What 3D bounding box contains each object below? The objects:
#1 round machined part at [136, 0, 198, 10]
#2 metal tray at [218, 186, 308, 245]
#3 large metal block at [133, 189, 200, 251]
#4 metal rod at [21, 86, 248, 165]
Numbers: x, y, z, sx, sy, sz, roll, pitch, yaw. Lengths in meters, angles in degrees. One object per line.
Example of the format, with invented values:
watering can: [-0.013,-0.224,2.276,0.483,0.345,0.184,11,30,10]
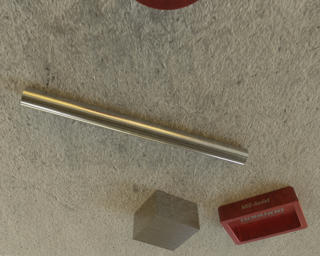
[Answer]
round machined part: [0.006,-0.156,0.263,0.099,0.042,0.097,-1,130,0]
metal tray: [0.179,0.156,0.539,0.130,0.030,0.090,-22,127,17]
large metal block: [0.009,0.159,0.526,0.080,0.050,0.080,24,126,-20]
metal rod: [-0.022,0.001,0.407,0.302,0.025,0.025,16,128,-14]
